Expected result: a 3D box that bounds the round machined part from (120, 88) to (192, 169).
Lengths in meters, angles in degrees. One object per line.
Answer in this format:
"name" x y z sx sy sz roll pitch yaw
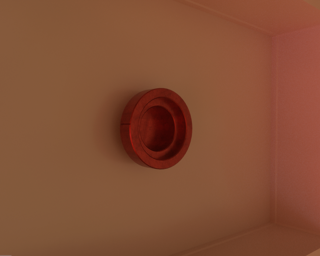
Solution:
"round machined part" -0.009 0.001 0.387 0.099 0.042 0.097 0 90 -40
